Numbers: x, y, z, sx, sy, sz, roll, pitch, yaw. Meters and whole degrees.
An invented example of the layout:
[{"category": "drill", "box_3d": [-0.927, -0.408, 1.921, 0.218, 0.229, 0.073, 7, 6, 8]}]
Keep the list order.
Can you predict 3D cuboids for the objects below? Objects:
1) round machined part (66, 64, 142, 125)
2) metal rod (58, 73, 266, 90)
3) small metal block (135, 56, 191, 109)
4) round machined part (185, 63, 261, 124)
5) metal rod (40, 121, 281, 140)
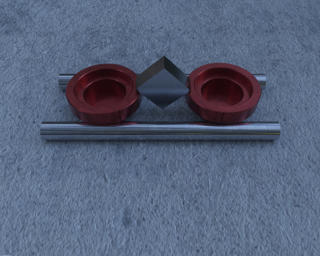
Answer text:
[{"category": "round machined part", "box_3d": [-0.074, -0.040, 0.421, 0.099, 0.042, 0.098, 0, 50, 0]}, {"category": "metal rod", "box_3d": [0.004, -0.069, 0.462, 0.302, 0.025, 0.025, 0, 50, 0]}, {"category": "small metal block", "box_3d": [0.004, -0.058, 0.403, 0.050, 0.050, 0.025, -31, 40, 31]}, {"category": "round machined part", "box_3d": [0.083, -0.042, 0.423, 0.099, 0.042, 0.098, 0, 50, 0]}, {"category": "metal rod", "box_3d": [0.001, 0.003, 0.401, 0.302, 0.025, 0.025, 0, 50, 0]}]
